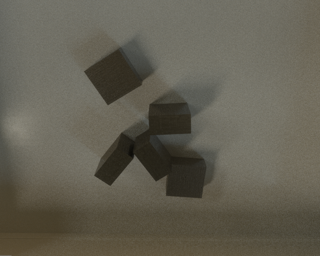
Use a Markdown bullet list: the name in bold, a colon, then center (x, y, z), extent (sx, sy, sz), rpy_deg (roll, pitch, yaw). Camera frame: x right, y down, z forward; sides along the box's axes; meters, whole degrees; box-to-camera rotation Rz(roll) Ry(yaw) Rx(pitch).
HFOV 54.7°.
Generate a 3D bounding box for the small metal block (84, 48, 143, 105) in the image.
- **small metal block**: center (-0.057, -0.065, 0.387), extent (0.050, 0.025, 0.050), rpy_deg (-30, 108, 10)

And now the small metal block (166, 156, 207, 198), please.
- **small metal block**: center (0.036, 0.069, 0.438), extent (0.050, 0.025, 0.050), rpy_deg (4, 110, -2)

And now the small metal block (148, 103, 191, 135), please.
- **small metal block**: center (0.012, -0.012, 0.394), extent (0.050, 0.050, 0.025), rpy_deg (-3, 110, 0)

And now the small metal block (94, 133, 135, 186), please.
- **small metal block**: center (-0.058, 0.041, 0.412), extent (0.025, 0.050, 0.050), rpy_deg (36, 106, -13)

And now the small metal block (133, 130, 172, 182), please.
- **small metal block**: center (-0.009, 0.034, 0.411), extent (0.025, 0.050, 0.050), rpy_deg (-33, 107, 11)
